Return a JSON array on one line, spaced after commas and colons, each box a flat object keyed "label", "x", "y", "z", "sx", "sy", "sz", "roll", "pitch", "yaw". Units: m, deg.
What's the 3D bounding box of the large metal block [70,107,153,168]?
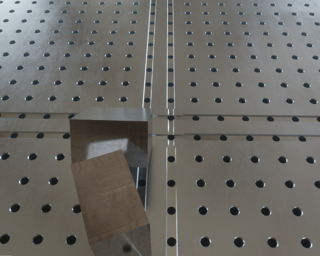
[{"label": "large metal block", "x": -0.051, "y": 0.007, "z": 0.360, "sx": 0.080, "sy": 0.050, "sz": 0.080, "roll": 2, "pitch": 13, "yaw": 2}]

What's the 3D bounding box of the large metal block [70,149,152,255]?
[{"label": "large metal block", "x": -0.046, "y": 0.081, "z": 0.303, "sx": 0.050, "sy": 0.080, "sz": 0.080, "roll": -16, "pitch": 53, "yaw": -13}]
